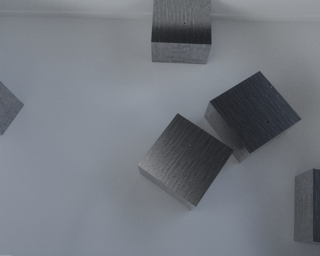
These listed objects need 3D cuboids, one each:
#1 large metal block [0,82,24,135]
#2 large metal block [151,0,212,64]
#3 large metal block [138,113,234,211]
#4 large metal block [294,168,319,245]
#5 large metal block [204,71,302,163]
[{"bbox_3d":[-0.237,-0.041,0.393,0.080,0.080,0.050,25,72,8],"label":"large metal block"},{"bbox_3d":[0.030,-0.142,0.449,0.081,0.050,0.080,2,70,0],"label":"large metal block"},{"bbox_3d":[0.030,0.043,0.381,0.080,0.050,0.080,34,73,11],"label":"large metal block"},{"bbox_3d":[0.209,0.098,0.363,0.080,0.050,0.080,9,70,3],"label":"large metal block"},{"bbox_3d":[0.117,-0.013,0.403,0.080,0.050,0.080,-31,73,-11],"label":"large metal block"}]
